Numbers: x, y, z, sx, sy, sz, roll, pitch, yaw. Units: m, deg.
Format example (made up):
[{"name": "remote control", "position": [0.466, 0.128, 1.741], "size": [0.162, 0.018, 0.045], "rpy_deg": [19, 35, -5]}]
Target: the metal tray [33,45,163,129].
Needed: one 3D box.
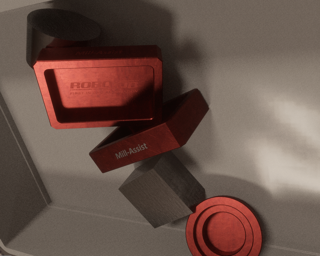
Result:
[{"name": "metal tray", "position": [-0.063, -0.044, 0.350], "size": [0.131, 0.030, 0.089], "rpy_deg": [-3, 130, -3]}]

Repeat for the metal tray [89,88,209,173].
[{"name": "metal tray", "position": [-0.014, 0.004, 0.374], "size": [0.130, 0.090, 0.030], "rpy_deg": [-22, 107, 36]}]

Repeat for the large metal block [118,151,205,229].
[{"name": "large metal block", "position": [0.002, 0.088, 0.444], "size": [0.080, 0.050, 0.080], "rpy_deg": [49, 128, -7]}]

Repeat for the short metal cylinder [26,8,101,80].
[{"name": "short metal cylinder", "position": [-0.116, -0.101, 0.370], "size": [0.080, 0.080, 0.050], "rpy_deg": [28, 128, 10]}]

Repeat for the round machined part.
[{"name": "round machined part", "position": [0.088, 0.141, 0.417], "size": [0.098, 0.042, 0.097], "rpy_deg": [-3, 80, 19]}]
